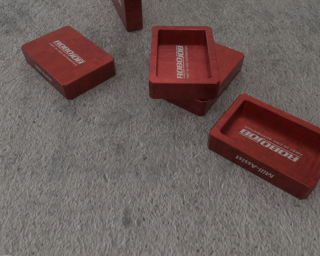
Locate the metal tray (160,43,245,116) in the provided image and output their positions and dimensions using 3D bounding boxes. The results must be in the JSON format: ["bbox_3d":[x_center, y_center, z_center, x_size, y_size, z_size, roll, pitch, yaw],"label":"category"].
[{"bbox_3d":[0.059,-0.083,0.470,0.090,0.030,0.131,28,55,21],"label":"metal tray"}]

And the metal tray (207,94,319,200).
[{"bbox_3d":[0.137,0.017,0.385,0.130,0.030,0.090,30,56,22],"label":"metal tray"}]

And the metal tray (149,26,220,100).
[{"bbox_3d":[0.032,-0.097,0.441,0.091,0.030,0.130,1,50,0],"label":"metal tray"}]

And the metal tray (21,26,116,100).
[{"bbox_3d":[-0.144,-0.107,0.489,0.091,0.030,0.130,-36,59,-26],"label":"metal tray"}]

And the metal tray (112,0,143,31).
[{"bbox_3d":[-0.066,-0.252,0.571,0.030,0.090,0.130,-15,52,-12],"label":"metal tray"}]
